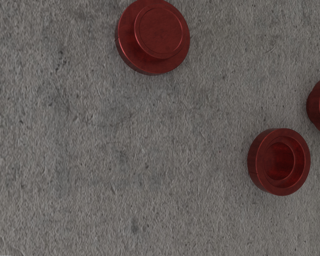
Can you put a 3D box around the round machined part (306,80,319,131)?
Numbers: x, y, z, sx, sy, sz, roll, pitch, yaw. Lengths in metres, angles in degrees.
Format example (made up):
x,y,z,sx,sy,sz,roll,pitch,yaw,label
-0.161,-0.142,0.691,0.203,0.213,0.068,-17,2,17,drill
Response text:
x,y,z,sx,sy,sz,roll,pitch,yaw,label
0.279,-0.036,0.503,0.099,0.042,0.097,0,90,-20,round machined part

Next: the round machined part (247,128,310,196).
x,y,z,sx,sy,sz,roll,pitch,yaw,label
0.171,0.049,0.463,0.099,0.042,0.097,0,90,-20,round machined part

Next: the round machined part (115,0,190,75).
x,y,z,sx,sy,sz,roll,pitch,yaw,label
-0.005,-0.119,0.398,0.099,0.042,0.097,0,90,-20,round machined part
